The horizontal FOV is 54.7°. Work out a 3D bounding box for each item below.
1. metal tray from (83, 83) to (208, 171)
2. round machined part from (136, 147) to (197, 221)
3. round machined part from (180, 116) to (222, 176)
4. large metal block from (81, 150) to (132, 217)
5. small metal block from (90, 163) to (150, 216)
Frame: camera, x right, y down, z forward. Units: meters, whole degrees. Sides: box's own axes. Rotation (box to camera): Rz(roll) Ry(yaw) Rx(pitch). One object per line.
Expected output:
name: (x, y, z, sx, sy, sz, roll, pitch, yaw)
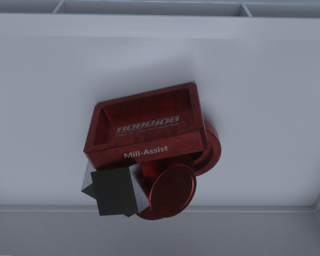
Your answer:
metal tray: (-0.016, -0.004, 0.360, 0.131, 0.090, 0.030, -11, 130, 9)
round machined part: (0.006, 0.070, 0.379, 0.099, 0.042, 0.097, -12, 112, -31)
round machined part: (0.030, 0.021, 0.416, 0.099, 0.042, 0.097, -1, 130, 0)
large metal block: (-0.053, 0.061, 0.423, 0.050, 0.080, 0.080, -36, 122, 26)
small metal block: (-0.044, 0.067, 0.343, 0.050, 0.025, 0.050, -11, 92, 25)
